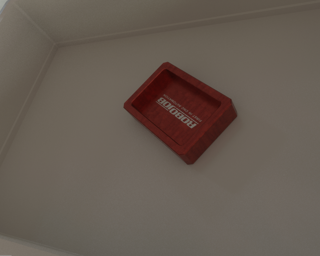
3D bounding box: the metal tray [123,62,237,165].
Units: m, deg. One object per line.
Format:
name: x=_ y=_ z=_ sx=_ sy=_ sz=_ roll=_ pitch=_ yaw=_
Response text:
metal tray: x=0.022 y=-0.024 z=0.406 sx=0.090 sy=0.030 sz=0.130 roll=-47 pitch=51 yaw=-5
